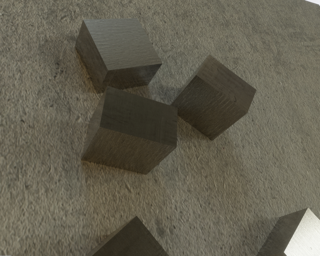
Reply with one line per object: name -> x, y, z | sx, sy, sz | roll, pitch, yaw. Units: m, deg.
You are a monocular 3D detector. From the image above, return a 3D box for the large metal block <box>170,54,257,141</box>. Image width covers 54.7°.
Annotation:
large metal block -> 0.071, -0.040, 0.431 | 0.080, 0.080, 0.050 | 36, 51, -5

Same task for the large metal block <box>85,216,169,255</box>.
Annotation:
large metal block -> -0.046, 0.129, 0.264 | 0.081, 0.080, 0.050 | -35, 82, -38

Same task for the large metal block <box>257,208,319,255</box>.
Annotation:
large metal block -> 0.180, 0.162, 0.385 | 0.080, 0.050, 0.081 | 49, 51, 6

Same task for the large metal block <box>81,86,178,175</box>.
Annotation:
large metal block -> -0.035, 0.007, 0.345 | 0.081, 0.080, 0.050 | 16, 55, -19

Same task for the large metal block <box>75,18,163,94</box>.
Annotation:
large metal block -> -0.057, -0.099, 0.417 | 0.081, 0.050, 0.080 | -16, 70, -34
